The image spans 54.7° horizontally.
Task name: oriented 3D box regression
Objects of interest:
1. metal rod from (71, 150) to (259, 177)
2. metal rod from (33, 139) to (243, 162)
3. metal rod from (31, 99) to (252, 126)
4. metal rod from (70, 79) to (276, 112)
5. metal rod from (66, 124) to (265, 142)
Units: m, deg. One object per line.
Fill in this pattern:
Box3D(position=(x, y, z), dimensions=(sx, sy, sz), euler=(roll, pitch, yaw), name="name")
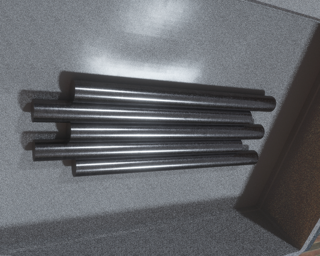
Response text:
Box3D(position=(0.026, 0.049, 0.453), dimensions=(0.303, 0.025, 0.025), euler=(1, 118, -29), name="metal rod")
Box3D(position=(-0.009, 0.026, 0.420), dimensions=(0.303, 0.025, 0.025), euler=(1, 118, -29), name="metal rod")
Box3D(position=(-0.001, -0.017, 0.397), dimensions=(0.303, 0.025, 0.025), euler=(1, 118, -29), name="metal rod")
Box3D(position=(0.038, -0.038, 0.406), dimensions=(0.303, 0.025, 0.025), euler=(1, 118, -29), name="metal rod")
Box3D(position=(0.028, 0.005, 0.427), dimensions=(0.303, 0.025, 0.025), euler=(1, 118, -29), name="metal rod")
